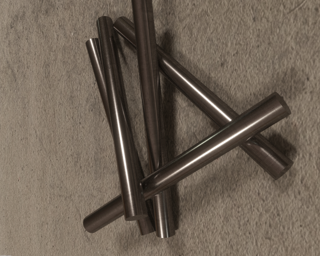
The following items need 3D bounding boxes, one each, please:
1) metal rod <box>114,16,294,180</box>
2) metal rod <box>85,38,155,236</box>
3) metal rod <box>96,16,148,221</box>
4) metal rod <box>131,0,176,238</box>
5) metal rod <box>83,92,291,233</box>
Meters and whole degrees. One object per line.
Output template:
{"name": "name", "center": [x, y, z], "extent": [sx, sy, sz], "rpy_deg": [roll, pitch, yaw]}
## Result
{"name": "metal rod", "center": [0.033, -0.054, 0.376], "extent": [0.300, 0.025, 0.025], "rpy_deg": [47, 118, 29]}
{"name": "metal rod", "center": [-0.059, 0.003, 0.451], "extent": [0.025, 0.025, 0.299], "rpy_deg": [-29, 72, 36]}
{"name": "metal rod", "center": [-0.055, -0.032, 0.405], "extent": [0.025, 0.025, 0.299], "rpy_deg": [-34, 56, 34]}
{"name": "metal rod", "center": [-0.008, -0.012, 0.386], "extent": [0.025, 0.025, 0.298], "rpy_deg": [-2, 95, 39]}
{"name": "metal rod", "center": [0.008, 0.055, 0.355], "extent": [0.299, 0.025, 0.025], "rpy_deg": [-37, 68, 30]}
